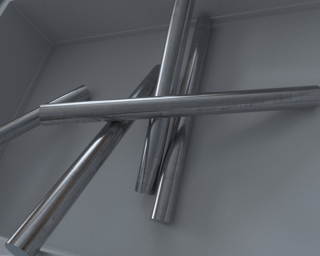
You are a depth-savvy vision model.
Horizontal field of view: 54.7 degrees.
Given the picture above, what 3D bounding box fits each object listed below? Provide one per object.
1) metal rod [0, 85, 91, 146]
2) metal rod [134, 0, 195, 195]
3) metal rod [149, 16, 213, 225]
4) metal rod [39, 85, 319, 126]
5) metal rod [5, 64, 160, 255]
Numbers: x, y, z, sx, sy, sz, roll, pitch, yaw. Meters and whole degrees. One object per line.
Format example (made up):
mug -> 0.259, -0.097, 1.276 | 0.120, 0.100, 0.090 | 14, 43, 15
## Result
metal rod -> -0.234, 0.015, 0.442 | 0.302, 0.025, 0.025 | -33, 47, -25
metal rod -> 0.012, -0.070, 0.368 | 0.025, 0.025, 0.298 | 12, 91, 33
metal rod -> 0.034, -0.029, 0.404 | 0.025, 0.025, 0.300 | 0, 62, 28
metal rod -> 0.021, -0.025, 0.342 | 0.302, 0.025, 0.025 | -4, 58, 1
metal rod -> -0.056, 0.008, 0.351 | 0.025, 0.025, 0.301 | 0, 37, 28
